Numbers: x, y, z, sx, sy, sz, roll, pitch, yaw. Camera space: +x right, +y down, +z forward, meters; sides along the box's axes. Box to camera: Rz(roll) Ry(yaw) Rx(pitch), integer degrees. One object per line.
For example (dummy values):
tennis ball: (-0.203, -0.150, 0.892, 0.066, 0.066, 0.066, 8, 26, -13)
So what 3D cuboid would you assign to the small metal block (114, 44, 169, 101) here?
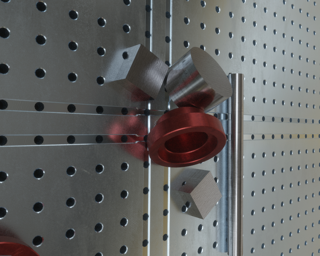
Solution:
small metal block: (-0.022, -0.069, 0.390, 0.050, 0.025, 0.050, 33, 70, -35)

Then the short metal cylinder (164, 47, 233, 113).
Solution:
short metal cylinder: (0.051, -0.060, 0.412, 0.080, 0.050, 0.080, 32, 38, -29)

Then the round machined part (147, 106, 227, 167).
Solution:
round machined part: (0.032, 0.009, 0.399, 0.099, 0.098, 0.042, 21, 45, -38)

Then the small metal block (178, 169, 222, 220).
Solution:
small metal block: (0.060, 0.097, 0.460, 0.050, 0.025, 0.050, -41, 115, -32)

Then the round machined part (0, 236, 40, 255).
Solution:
round machined part: (-0.153, 0.144, 0.270, 0.099, 0.042, 0.097, 0, 90, -40)

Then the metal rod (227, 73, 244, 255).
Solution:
metal rod: (0.125, 0.061, 0.513, 0.025, 0.025, 0.298, 0, 90, -40)
